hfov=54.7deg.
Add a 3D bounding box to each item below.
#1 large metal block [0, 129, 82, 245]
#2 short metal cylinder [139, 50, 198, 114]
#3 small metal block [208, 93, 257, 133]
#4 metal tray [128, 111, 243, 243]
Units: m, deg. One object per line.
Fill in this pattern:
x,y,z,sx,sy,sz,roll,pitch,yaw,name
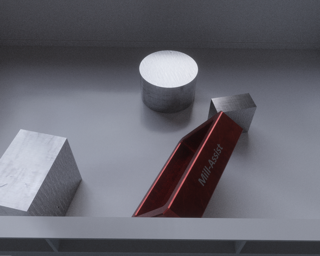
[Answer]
-0.126,0.061,0.317,0.050,0.080,0.080,10,51,8,large metal block
0.012,-0.067,0.445,0.081,0.050,0.080,0,50,0,short metal cylinder
0.092,-0.016,0.403,0.050,0.050,0.025,-9,51,-8,small metal block
0.027,0.050,0.319,0.030,0.090,0.130,40,55,-7,metal tray
